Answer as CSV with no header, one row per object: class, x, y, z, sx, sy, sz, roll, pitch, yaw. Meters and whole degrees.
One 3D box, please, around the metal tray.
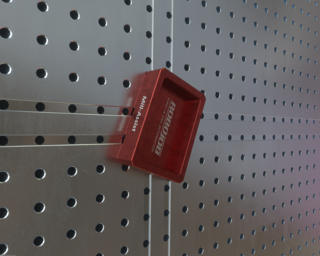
metal tray,0.007,-0.002,0.410,0.090,0.030,0.130,27,73,-37
